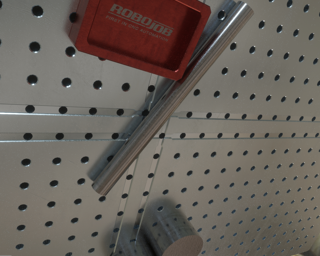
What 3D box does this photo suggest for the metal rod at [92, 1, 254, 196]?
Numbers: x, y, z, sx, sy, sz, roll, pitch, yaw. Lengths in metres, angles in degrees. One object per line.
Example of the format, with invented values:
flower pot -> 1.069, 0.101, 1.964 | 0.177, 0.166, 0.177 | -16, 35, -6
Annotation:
metal rod -> 0.012, -0.032, 0.399 | 0.025, 0.025, 0.299 | 33, 100, -39

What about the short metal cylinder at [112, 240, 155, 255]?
short metal cylinder -> -0.041, 0.238, 0.522 | 0.081, 0.050, 0.079 | -14, 125, -21

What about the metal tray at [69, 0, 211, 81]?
metal tray -> -0.018, -0.111, 0.330 | 0.131, 0.030, 0.089 | 11, 113, -33

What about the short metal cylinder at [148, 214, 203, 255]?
short metal cylinder -> 0.027, 0.196, 0.533 | 0.081, 0.050, 0.079 | -14, 124, -21
